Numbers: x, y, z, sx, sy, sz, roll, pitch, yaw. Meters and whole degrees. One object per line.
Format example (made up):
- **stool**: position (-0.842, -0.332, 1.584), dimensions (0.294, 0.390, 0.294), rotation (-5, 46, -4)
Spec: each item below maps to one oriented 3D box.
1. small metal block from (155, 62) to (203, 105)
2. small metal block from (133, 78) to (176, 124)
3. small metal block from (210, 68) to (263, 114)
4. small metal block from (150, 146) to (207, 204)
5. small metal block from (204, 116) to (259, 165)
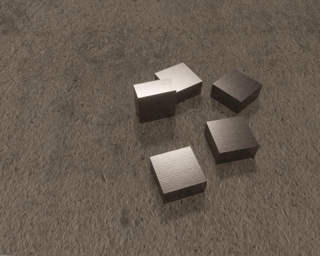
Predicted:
- **small metal block**: position (0.027, -0.066, 0.459), dimensions (0.050, 0.025, 0.050), rotation (-25, 55, -20)
- **small metal block**: position (-0.007, -0.036, 0.417), dimensions (0.050, 0.050, 0.025), rotation (-13, 52, -11)
- **small metal block**: position (0.110, -0.054, 0.450), dimensions (0.050, 0.025, 0.050), rotation (-36, 59, -27)
- **small metal block**: position (0.020, 0.054, 0.358), dimensions (0.050, 0.025, 0.050), rotation (-14, 52, -12)
- **small metal block**: position (0.089, 0.015, 0.392), dimensions (0.050, 0.025, 0.050), rotation (-10, 51, -9)
